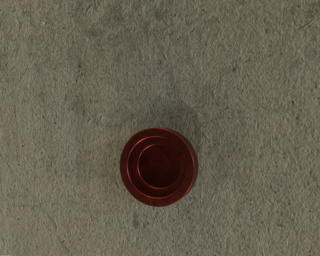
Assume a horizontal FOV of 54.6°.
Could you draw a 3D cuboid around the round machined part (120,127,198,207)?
[{"bbox_3d":[0.002,0.048,0.400,0.098,0.042,0.097,0,90,20],"label":"round machined part"}]
